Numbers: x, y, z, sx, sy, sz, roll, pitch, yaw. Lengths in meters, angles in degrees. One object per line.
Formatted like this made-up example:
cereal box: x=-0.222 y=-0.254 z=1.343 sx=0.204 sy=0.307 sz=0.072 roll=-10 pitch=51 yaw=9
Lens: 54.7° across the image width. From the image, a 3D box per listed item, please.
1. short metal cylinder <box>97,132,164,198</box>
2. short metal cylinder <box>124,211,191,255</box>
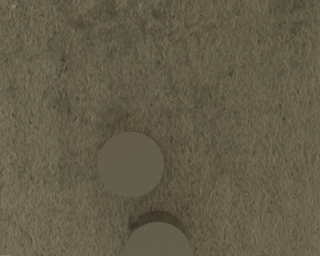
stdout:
short metal cylinder: x=-0.035 y=0.044 z=0.397 sx=0.081 sy=0.050 sz=0.079 roll=0 pitch=90 yaw=-1
short metal cylinder: x=-0.003 y=0.153 z=0.398 sx=0.081 sy=0.050 sz=0.079 roll=0 pitch=90 yaw=-1
